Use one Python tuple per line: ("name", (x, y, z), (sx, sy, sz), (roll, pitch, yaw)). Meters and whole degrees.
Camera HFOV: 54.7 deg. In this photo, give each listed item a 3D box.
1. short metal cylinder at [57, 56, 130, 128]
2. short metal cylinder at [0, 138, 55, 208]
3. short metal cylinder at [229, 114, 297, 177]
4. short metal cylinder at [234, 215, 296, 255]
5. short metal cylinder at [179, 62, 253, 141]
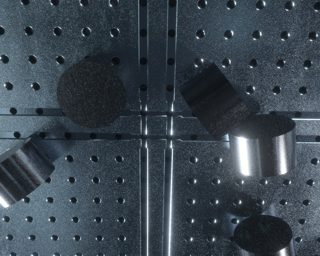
("short metal cylinder", (-0.079, -0.046, 0.382), (0.081, 0.050, 0.079), (0, 110, 0))
("short metal cylinder", (-0.187, 0.056, 0.403), (0.080, 0.080, 0.050), (-30, 108, 10))
("short metal cylinder", (0.129, 0.020, 0.392), (0.080, 0.080, 0.050), (-10, 110, 3))
("short metal cylinder", (0.152, 0.172, 0.449), (0.080, 0.080, 0.050), (-14, 110, 5))
("short metal cylinder", (0.066, -0.032, 0.373), (0.050, 0.080, 0.080), (-36, 106, 12))
